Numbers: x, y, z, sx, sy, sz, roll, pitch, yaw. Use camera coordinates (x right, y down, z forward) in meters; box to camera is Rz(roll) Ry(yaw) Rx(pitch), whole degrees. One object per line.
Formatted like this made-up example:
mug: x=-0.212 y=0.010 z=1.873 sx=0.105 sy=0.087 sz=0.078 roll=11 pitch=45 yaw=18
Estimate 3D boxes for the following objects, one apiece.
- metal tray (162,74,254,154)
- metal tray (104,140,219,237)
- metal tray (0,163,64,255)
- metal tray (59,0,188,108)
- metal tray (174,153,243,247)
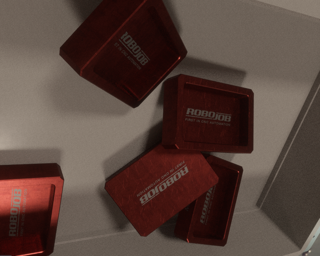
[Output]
metal tray: x=0.067 y=-0.014 z=0.406 sx=0.131 sy=0.030 sz=0.089 roll=6 pitch=83 yaw=-32
metal tray: x=0.003 y=0.072 z=0.423 sx=0.130 sy=0.030 sz=0.090 roll=-36 pitch=95 yaw=-5
metal tray: x=-0.173 y=0.106 z=0.376 sx=0.091 sy=0.030 sz=0.129 roll=1 pitch=118 yaw=-29
metal tray: x=-0.026 y=-0.074 z=0.304 sx=0.090 sy=0.030 sz=0.130 roll=-46 pitch=162 yaw=4
metal tray: x=0.079 y=0.112 z=0.483 sx=0.091 sy=0.030 sz=0.129 roll=22 pitch=79 yaw=-37
